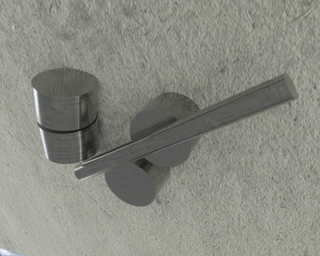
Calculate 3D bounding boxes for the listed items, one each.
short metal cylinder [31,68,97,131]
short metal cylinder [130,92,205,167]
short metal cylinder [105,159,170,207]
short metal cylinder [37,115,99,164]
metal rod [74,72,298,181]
[{"bbox_3d":[-0.126,-0.040,0.413,0.080,0.080,0.050,20,126,16],"label":"short metal cylinder"},{"bbox_3d":[0.010,0.002,0.387,0.080,0.050,0.079,13,124,21],"label":"short metal cylinder"},{"bbox_3d":[-0.032,0.066,0.448,0.080,0.050,0.079,13,124,21],"label":"short metal cylinder"},{"bbox_3d":[-0.129,0.007,0.443,0.080,0.080,0.050,15,125,19],"label":"short metal cylinder"},{"bbox_3d":[0.000,0.013,0.350,0.299,0.025,0.025,-24,106,36],"label":"metal rod"}]
